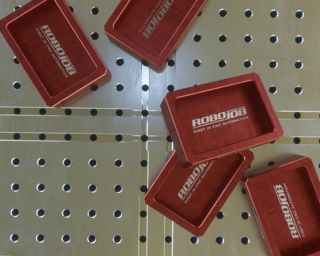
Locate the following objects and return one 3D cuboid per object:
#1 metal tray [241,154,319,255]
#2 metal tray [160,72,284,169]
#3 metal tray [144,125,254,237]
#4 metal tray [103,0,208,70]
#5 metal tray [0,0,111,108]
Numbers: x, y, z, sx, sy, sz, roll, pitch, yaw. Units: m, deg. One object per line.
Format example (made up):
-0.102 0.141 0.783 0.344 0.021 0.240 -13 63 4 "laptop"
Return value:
0.173 0.111 0.411 0.090 0.030 0.129 -20 90 0 "metal tray"
0.076 -0.011 0.384 0.131 0.030 0.090 -15 76 -16 "metal tray"
0.050 0.064 0.411 0.090 0.030 0.130 33 90 0 "metal tray"
-0.001 -0.155 0.410 0.090 0.030 0.130 34 90 0 "metal tray"
-0.138 -0.103 0.409 0.090 0.030 0.130 -32 90 0 "metal tray"
